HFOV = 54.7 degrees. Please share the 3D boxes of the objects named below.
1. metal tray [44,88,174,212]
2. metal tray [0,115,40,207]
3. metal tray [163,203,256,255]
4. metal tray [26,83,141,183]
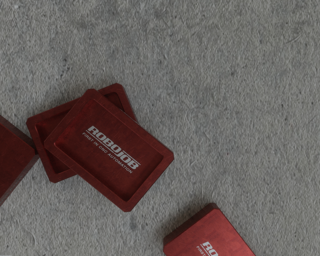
[{"bbox_3d":[-0.059,0.026,0.376,0.130,0.030,0.090,39,90,0],"label":"metal tray"},{"bbox_3d":[-0.231,0.053,0.406,0.090,0.030,0.130,38,90,0],"label":"metal tray"},{"bbox_3d":[0.077,0.177,0.408,0.090,0.030,0.130,-38,90,0],"label":"metal tray"},{"bbox_3d":[-0.094,0.006,0.406,0.131,0.030,0.090,-22,90,0],"label":"metal tray"}]
